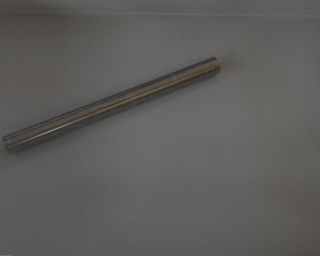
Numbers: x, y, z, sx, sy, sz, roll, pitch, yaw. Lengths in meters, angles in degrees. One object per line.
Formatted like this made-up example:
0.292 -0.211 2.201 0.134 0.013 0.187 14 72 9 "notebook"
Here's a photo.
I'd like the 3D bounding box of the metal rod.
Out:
-0.058 -0.034 0.421 0.302 0.025 0.025 -22 72 -8 "metal rod"
